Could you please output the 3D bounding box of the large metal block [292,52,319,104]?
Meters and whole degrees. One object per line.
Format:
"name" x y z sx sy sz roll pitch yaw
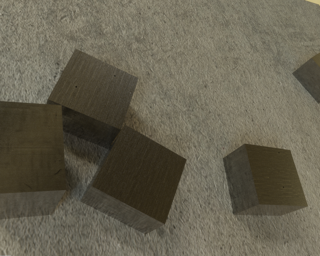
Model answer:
"large metal block" 0.332 -0.107 0.631 0.081 0.050 0.080 -30 78 -38

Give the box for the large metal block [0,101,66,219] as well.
"large metal block" -0.121 0.032 0.283 0.050 0.080 0.080 2 61 -27

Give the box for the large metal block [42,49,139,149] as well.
"large metal block" -0.080 -0.034 0.365 0.080 0.050 0.080 24 53 -14

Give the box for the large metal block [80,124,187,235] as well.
"large metal block" -0.027 0.056 0.338 0.080 0.050 0.080 30 52 -9

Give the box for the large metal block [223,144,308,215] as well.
"large metal block" 0.140 0.072 0.419 0.081 0.050 0.080 9 58 -24
